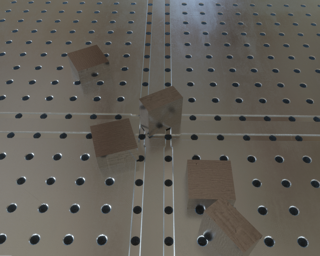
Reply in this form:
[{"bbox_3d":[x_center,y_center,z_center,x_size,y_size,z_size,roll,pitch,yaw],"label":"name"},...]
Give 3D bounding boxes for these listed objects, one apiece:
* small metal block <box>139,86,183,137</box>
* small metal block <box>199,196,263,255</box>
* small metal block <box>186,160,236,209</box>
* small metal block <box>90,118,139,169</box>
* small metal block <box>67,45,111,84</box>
[{"bbox_3d":[0.001,-0.022,0.410,0.050,0.050,0.025,-24,54,-19],"label":"small metal block"},{"bbox_3d":[0.067,0.104,0.305,0.025,0.050,0.050,-31,57,-23],"label":"small metal block"},{"bbox_3d":[0.056,0.064,0.354,0.050,0.025,0.050,2,50,1],"label":"small metal block"},{"bbox_3d":[-0.058,0.019,0.391,0.050,0.025,0.050,-12,51,-11],"label":"small metal block"},{"bbox_3d":[-0.113,-0.102,0.492,0.050,0.025,0.050,-23,54,-19],"label":"small metal block"}]
